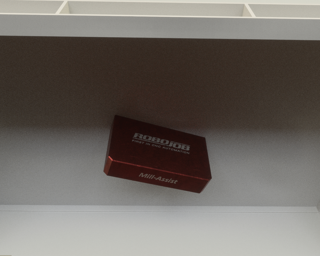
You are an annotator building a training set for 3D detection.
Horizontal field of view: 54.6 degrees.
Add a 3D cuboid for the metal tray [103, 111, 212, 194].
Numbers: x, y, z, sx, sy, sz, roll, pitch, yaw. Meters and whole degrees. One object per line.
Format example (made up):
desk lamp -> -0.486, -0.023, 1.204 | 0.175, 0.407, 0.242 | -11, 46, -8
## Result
metal tray -> -0.002, 0.030, 0.409 | 0.131, 0.090, 0.030 | 14, 131, -13
